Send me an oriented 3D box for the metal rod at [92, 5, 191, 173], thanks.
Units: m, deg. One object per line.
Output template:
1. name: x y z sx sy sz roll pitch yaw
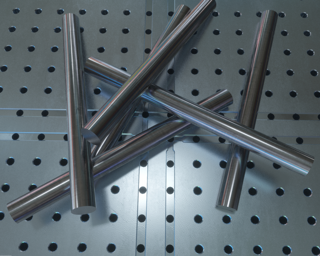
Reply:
1. metal rod: -0.030 -0.055 0.431 0.025 0.025 0.300 26 72 9

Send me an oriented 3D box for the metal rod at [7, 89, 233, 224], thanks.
1. metal rod: -0.034 0.025 0.383 0.302 0.025 0.025 -28 72 -17

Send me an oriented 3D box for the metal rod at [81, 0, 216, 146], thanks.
1. metal rod: 0.002 -0.092 0.402 0.025 0.025 0.301 29 56 10

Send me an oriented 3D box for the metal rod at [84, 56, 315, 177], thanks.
1. metal rod: 0.035 -0.021 0.383 0.301 0.025 0.025 26 72 15

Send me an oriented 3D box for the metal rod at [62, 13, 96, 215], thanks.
1. metal rod: -0.107 -0.040 0.393 0.025 0.025 0.299 -11 58 -4

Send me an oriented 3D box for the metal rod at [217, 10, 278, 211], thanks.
1. metal rod: 0.125 -0.037 0.426 0.025 0.025 0.300 16 71 6
